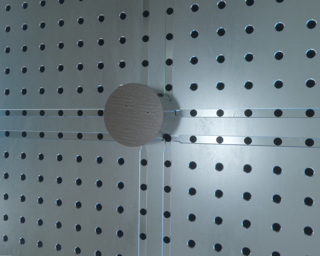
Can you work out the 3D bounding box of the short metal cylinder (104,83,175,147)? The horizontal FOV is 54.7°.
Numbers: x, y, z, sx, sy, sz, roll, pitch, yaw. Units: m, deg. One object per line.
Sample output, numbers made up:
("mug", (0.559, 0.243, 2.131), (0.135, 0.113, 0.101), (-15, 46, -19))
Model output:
("short metal cylinder", (-0.026, -0.016, 0.407), (0.080, 0.050, 0.079), (0, 90, 19))
